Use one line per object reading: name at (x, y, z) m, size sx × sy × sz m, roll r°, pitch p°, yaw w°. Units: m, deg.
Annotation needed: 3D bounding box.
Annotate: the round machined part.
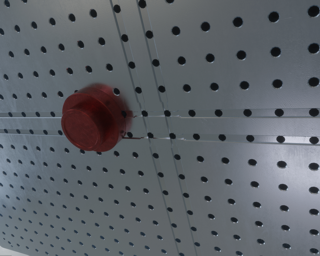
round machined part at (-0.104, -0.005, 0.452) m, size 0.098 × 0.042 × 0.097 m, roll 13°, pitch 124°, yaw 21°
